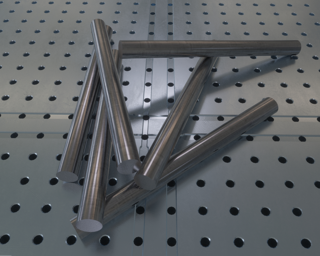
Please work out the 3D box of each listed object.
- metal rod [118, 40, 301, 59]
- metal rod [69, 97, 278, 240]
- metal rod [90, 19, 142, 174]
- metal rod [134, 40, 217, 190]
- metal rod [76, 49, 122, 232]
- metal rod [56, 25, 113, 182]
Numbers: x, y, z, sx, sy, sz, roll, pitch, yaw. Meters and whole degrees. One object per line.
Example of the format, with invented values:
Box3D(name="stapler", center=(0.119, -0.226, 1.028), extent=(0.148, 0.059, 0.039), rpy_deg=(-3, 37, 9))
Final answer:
Box3D(name="metal rod", center=(0.088, -0.121, 0.473), extent=(0.302, 0.025, 0.025), rpy_deg=(-6, 49, -20))
Box3D(name="metal rod", center=(0.034, 0.036, 0.377), extent=(0.302, 0.025, 0.025), rpy_deg=(-29, 56, -23))
Box3D(name="metal rod", center=(-0.067, -0.065, 0.417), extent=(0.025, 0.025, 0.300), rpy_deg=(-11, 47, -9))
Box3D(name="metal rod", center=(0.038, -0.041, 0.423), extent=(0.025, 0.025, 0.301), rpy_deg=(17, 46, 13))
Box3D(name="metal rod", center=(-0.070, -0.013, 0.400), extent=(0.025, 0.025, 0.300), rpy_deg=(-1, 44, -1))
Box3D(name="metal rod", center=(-0.102, -0.058, 0.456), extent=(0.025, 0.025, 0.300), rpy_deg=(2, 50, 1))
